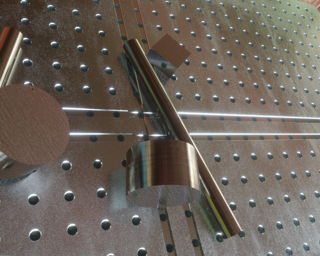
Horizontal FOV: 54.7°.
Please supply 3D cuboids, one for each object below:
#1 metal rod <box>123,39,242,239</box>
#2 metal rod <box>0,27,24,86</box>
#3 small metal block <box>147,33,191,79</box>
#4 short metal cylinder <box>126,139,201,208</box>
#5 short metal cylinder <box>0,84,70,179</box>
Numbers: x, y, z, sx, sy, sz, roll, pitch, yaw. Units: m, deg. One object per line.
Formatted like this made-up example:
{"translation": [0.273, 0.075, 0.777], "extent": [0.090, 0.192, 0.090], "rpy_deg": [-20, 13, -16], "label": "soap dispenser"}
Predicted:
{"translation": [0.023, 0.003, 0.420], "extent": [0.025, 0.025, 0.299], "rpy_deg": [-16, 70, -35], "label": "metal rod"}
{"translation": [-0.185, 0.013, 0.300], "extent": [0.025, 0.025, 0.299], "rpy_deg": [15, 55, -20], "label": "metal rod"}
{"translation": [0.013, -0.113, 0.486], "extent": [0.050, 0.025, 0.050], "rpy_deg": [39, 51, -2], "label": "small metal block"}
{"translation": [0.003, 0.053, 0.344], "extent": [0.081, 0.080, 0.050], "rpy_deg": [11, 57, -23], "label": "short metal cylinder"}
{"translation": [-0.137, 0.004, 0.300], "extent": [0.080, 0.050, 0.080], "rpy_deg": [28, 50, -38], "label": "short metal cylinder"}
